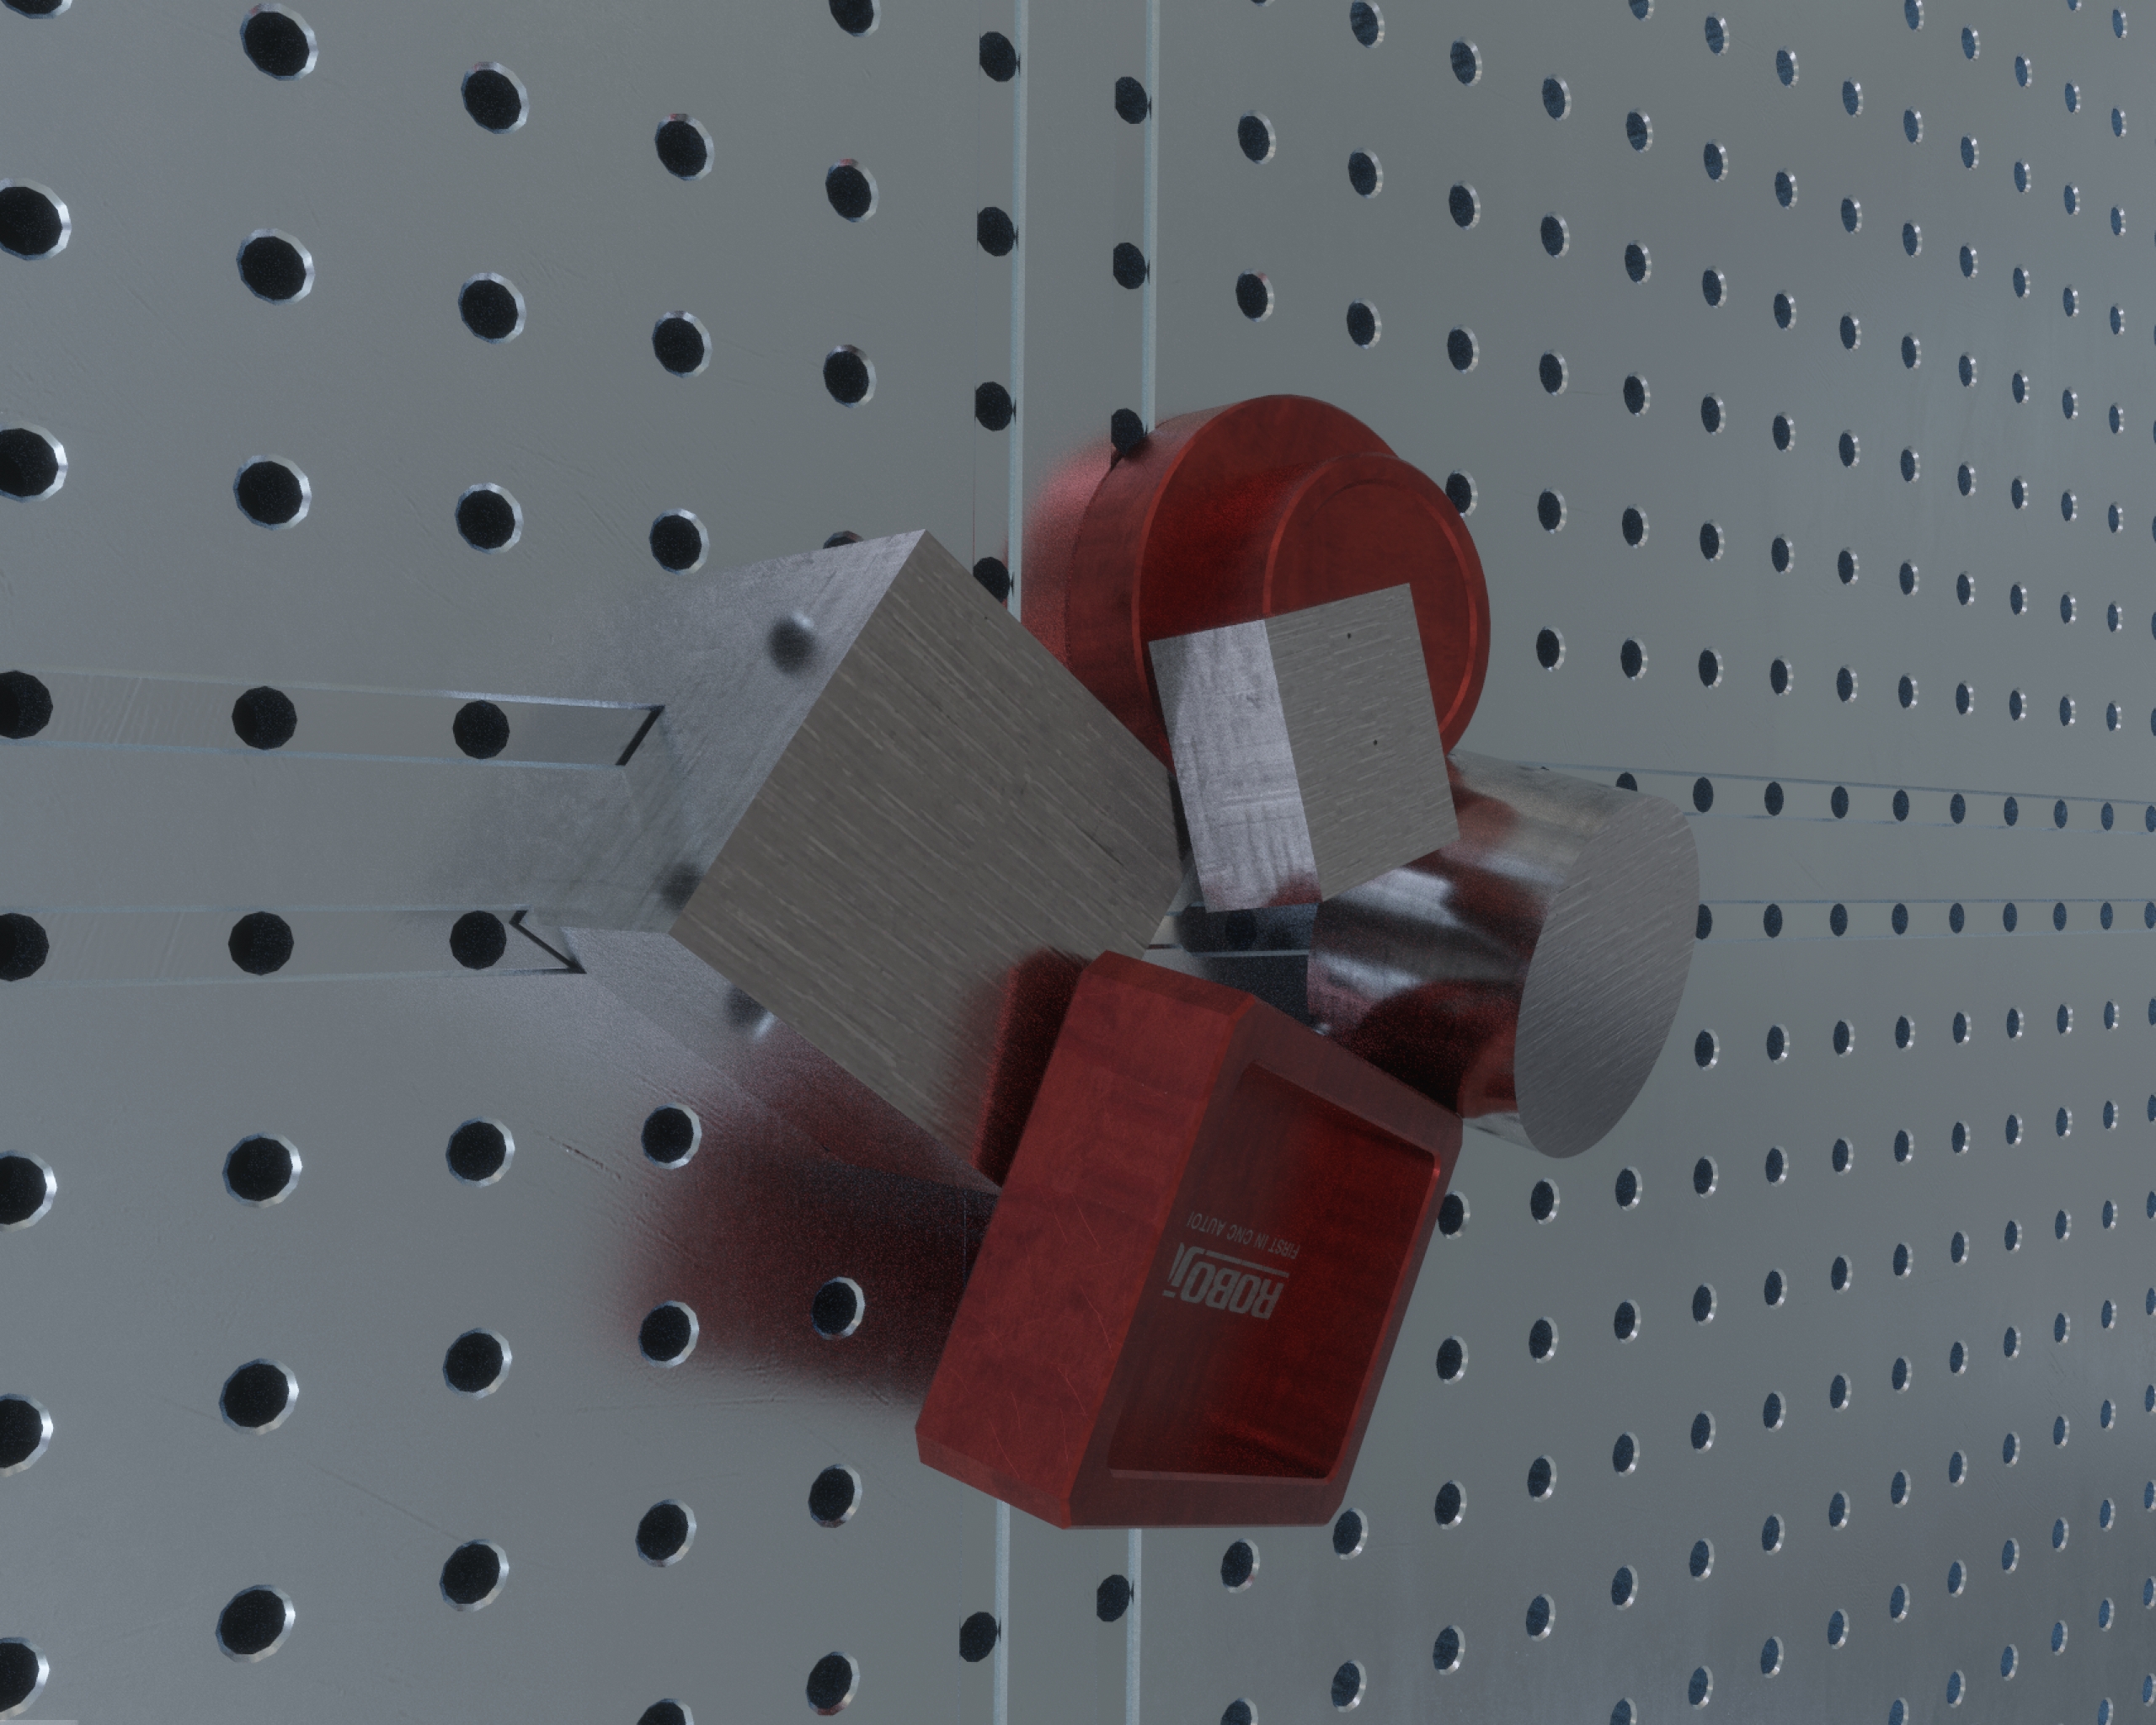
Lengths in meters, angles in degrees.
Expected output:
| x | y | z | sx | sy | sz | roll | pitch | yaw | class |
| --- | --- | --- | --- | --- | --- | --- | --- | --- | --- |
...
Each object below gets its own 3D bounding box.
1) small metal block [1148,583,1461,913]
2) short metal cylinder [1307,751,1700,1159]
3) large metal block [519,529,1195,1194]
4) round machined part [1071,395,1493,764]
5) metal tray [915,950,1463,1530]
| x | y | z | sx | sy | sz | roll | pitch | yaw | class |
| --- | --- | --- | --- | --- | --- | --- | --- | --- | --- |
| 0.043 | -0.022 | 0.385 | 0.050 | 0.025 | 0.050 | -20 | 100 | -49 | small metal block |
| 0.094 | 0.019 | 0.457 | 0.081 | 0.050 | 0.079 | -23 | 121 | -45 | short metal cylinder |
| -0.034 | 0.001 | 0.364 | 0.080 | 0.050 | 0.080 | 43 | 64 | -32 | large metal block |
| 0.049 | -0.050 | 0.439 | 0.099 | 0.042 | 0.097 | 0 | 90 | -40 | round machined part |
| 0.028 | 0.076 | 0.392 | 0.130 | 0.030 | 0.090 | 32 | 76 | -59 | metal tray |
